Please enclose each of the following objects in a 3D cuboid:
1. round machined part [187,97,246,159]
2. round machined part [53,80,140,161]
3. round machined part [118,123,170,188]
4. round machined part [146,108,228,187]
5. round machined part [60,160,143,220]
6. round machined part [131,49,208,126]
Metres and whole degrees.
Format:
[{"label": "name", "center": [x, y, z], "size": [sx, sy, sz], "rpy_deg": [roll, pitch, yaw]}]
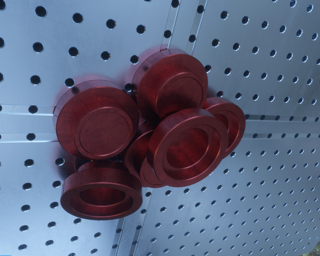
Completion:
[{"label": "round machined part", "center": [0.067, 0.000, 0.436], "size": [0.099, 0.042, 0.097], "rpy_deg": [-14, 124, -21]}, {"label": "round machined part", "center": [-0.069, -0.002, 0.360], "size": [0.099, 0.042, 0.097], "rpy_deg": [-14, 124, -21]}, {"label": "round machined part", "center": [-0.004, 0.043, 0.423], "size": [0.099, 0.042, 0.097], "rpy_deg": [-14, 124, -21]}, {"label": "round machined part", "center": [0.029, 0.020, 0.372], "size": [0.099, 0.042, 0.097], "rpy_deg": [-14, 124, -21]}, {"label": "round machined part", "center": [-0.072, 0.076, 0.390], "size": [0.099, 0.042, 0.098], "rpy_deg": [-4, 140, -3]}, {"label": "round machined part", "center": [0.018, -0.043, 0.382], "size": [0.099, 0.042, 0.097], "rpy_deg": [-14, 124, -21]}]
